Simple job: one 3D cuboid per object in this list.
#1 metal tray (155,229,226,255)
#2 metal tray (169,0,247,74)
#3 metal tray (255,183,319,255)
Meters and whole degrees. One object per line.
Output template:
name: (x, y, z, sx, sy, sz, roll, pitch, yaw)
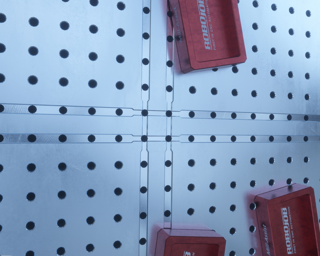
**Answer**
metal tray: (0.036, 0.208, 0.423, 0.091, 0.030, 0.129, 9, 87, -20)
metal tray: (0.066, -0.148, 0.433, 0.091, 0.030, 0.129, -12, 94, -20)
metal tray: (0.203, 0.161, 0.484, 0.091, 0.030, 0.129, -11, 94, -20)
